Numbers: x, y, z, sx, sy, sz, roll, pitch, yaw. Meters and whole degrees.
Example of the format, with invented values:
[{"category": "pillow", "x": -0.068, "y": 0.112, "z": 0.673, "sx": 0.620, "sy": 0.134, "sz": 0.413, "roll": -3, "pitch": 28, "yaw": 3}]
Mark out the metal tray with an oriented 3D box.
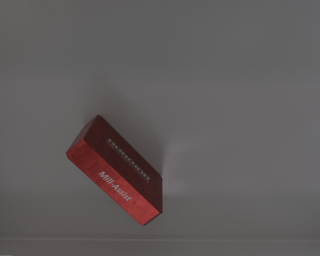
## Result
[{"category": "metal tray", "x": -0.051, "y": 0.051, "z": 0.394, "sx": 0.030, "sy": 0.090, "sz": 0.130, "roll": -40, "pitch": 106, "yaw": 13}]
